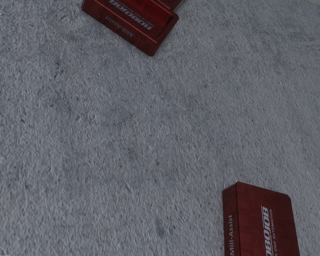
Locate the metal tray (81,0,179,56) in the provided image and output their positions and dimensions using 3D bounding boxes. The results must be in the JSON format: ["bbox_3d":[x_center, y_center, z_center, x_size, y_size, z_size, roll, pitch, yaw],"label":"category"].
[{"bbox_3d":[-0.043,-0.181,0.487,0.130,0.030,0.090,33,51,-6],"label":"metal tray"}]

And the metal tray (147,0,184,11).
[{"bbox_3d":[0.004,-0.255,0.557,0.090,0.030,0.130,35,51,-5],"label":"metal tray"}]

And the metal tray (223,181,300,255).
[{"bbox_3d":[0.126,0.140,0.383,0.091,0.030,0.130,17,55,-18],"label":"metal tray"}]
